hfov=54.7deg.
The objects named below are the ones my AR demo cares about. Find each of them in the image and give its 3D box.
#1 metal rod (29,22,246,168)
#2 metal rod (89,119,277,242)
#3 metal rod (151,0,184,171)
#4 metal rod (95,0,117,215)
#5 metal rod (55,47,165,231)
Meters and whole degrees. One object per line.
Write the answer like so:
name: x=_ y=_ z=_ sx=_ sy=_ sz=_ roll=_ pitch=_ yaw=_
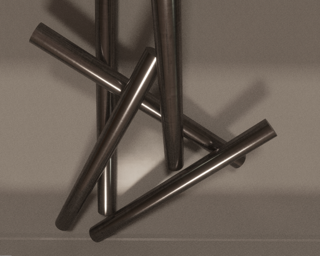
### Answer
metal rod: x=-0.012 y=-0.029 z=0.381 sx=0.301 sy=0.025 sz=0.025 roll=31 pitch=107 yaw=-19
metal rod: x=0.018 y=0.080 z=0.420 sx=0.300 sy=0.025 sz=0.025 roll=-35 pitch=107 yaw=19
metal rod: x=0.010 y=-0.055 z=0.309 sx=0.025 sy=0.025 sz=0.298 roll=-4 pitch=136 yaw=1
metal rod: x=-0.070 y=-0.019 z=0.403 sx=0.025 sy=0.025 sz=0.298 roll=3 pitch=110 yaw=-2
metal rod: x=-0.074 y=0.033 z=0.391 sx=0.025 sy=0.025 sz=0.298 roll=27 pitch=119 yaw=-10
